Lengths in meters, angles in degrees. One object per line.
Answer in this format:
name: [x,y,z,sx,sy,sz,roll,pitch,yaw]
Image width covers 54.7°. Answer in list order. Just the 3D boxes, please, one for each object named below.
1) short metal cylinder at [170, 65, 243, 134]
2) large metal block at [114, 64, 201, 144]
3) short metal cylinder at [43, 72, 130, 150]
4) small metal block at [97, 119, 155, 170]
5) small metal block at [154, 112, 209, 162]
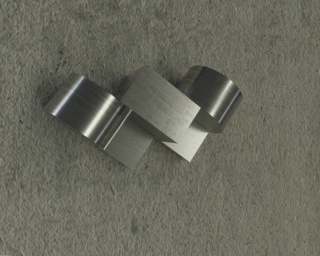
short metal cylinder: [0.059,-0.036,0.403,0.080,0.080,0.050,37,78,-17]
large metal block: [-0.011,-0.026,0.378,0.080,0.080,0.050,37,78,-17]
short metal cylinder: [-0.082,-0.018,0.351,0.080,0.080,0.050,37,78,-17]
small metal block: [-0.044,0.018,0.395,0.050,0.025,0.050,37,78,-17]
small metal block: [0.030,0.011,0.422,0.050,0.025,0.050,37,78,-17]
